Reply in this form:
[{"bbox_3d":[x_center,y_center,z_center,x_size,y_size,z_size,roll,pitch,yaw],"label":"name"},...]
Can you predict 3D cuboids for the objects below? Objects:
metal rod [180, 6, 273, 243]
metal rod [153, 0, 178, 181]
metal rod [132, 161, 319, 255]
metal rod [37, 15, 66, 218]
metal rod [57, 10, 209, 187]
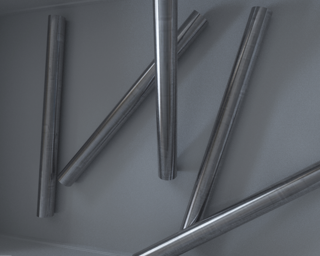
[{"bbox_3d":[0.078,0.002,0.382,0.025,0.025,0.298,19,96,18],"label":"metal rod"},{"bbox_3d":[0.007,-0.070,0.339,0.025,0.025,0.298,9,119,19],"label":"metal rod"},{"bbox_3d":[0.100,0.094,0.357,0.300,0.025,0.025,-30,80,10],"label":"metal rod"},{"bbox_3d":[-0.164,-0.017,0.466,0.025,0.025,0.298,4,91,19],"label":"metal rod"},{"bbox_3d":[-0.044,-0.032,0.424,0.025,0.025,0.299,45,103,14],"label":"metal rod"}]
